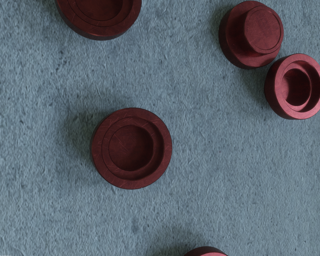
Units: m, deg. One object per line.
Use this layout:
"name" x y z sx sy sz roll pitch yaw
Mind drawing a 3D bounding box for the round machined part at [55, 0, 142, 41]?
"round machined part" -0.075 -0.154 0.372 0.099 0.042 0.097 0 90 -20

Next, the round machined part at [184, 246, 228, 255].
"round machined part" 0.057 0.209 0.421 0.099 0.042 0.097 0 90 -20

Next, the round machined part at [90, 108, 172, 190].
"round machined part" -0.038 0.024 0.386 0.099 0.042 0.097 0 90 -20

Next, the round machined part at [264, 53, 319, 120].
"round machined part" 0.200 -0.061 0.473 0.099 0.042 0.097 0 90 -20

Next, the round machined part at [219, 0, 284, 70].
"round machined part" 0.139 -0.137 0.451 0.099 0.042 0.097 0 90 -20
